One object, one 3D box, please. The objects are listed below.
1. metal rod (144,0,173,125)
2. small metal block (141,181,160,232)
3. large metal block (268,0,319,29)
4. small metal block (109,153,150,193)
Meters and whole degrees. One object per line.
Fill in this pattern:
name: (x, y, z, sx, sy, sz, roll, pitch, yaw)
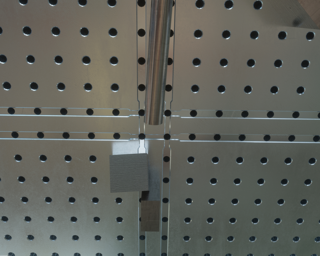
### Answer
metal rod: (0.003, -0.147, 0.359, 0.025, 0.025, 0.298, 4, 110, -2)
small metal block: (-0.013, 0.111, 0.441, 0.025, 0.050, 0.050, 1, 110, -1)
large metal block: (0.149, -0.154, 0.329, 0.050, 0.080, 0.080, -43, 105, 14)
small metal block: (-0.041, 0.061, 0.424, 0.050, 0.025, 0.050, -3, 80, 1)
